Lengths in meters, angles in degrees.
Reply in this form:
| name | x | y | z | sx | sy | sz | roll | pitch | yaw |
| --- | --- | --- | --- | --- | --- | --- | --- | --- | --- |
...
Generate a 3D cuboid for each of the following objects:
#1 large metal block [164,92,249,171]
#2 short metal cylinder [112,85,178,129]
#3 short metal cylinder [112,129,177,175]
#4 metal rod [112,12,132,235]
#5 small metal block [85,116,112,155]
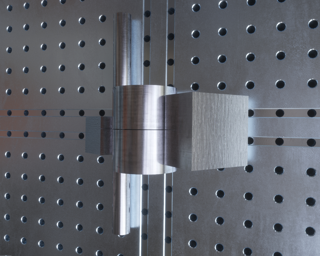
| name | x | y | z | sx | sy | sz | roll | pitch | yaw |
| --- | --- | --- | --- | --- | --- | --- | --- | --- | --- |
| large metal block | 0.053 | 0.003 | 0.353 | 0.050 | 0.081 | 0.079 | 2 | 92 | 58 |
| short metal cylinder | -0.019 | -0.024 | 0.385 | 0.080 | 0.080 | 0.050 | 1 | 90 | 20 |
| short metal cylinder | -0.019 | 0.027 | 0.385 | 0.080 | 0.080 | 0.050 | 1 | 90 | 20 |
| metal rod | -0.052 | -0.006 | 0.426 | 0.025 | 0.025 | 0.298 | 0 | 90 | 20 |
| small metal block | -0.081 | 0.010 | 0.425 | 0.050 | 0.025 | 0.050 | 0 | 89 | 54 |
